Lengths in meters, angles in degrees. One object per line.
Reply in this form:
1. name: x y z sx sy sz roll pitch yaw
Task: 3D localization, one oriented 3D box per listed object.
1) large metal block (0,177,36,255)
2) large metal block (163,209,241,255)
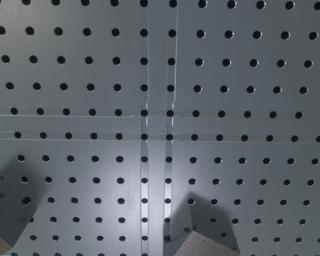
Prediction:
1. large metal block: -0.233 0.124 0.428 0.050 0.080 0.080 -35 107 12
2. large metal block: 0.060 0.183 0.468 0.080 0.050 0.080 29 107 -10
